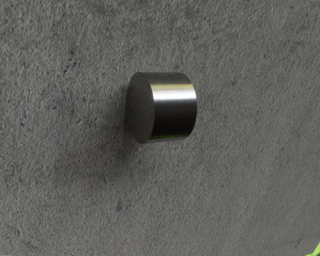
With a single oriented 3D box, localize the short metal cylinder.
[{"bbox_3d":[-0.001,-0.024,0.356,0.050,0.080,0.079,-4,121,-26],"label":"short metal cylinder"}]
